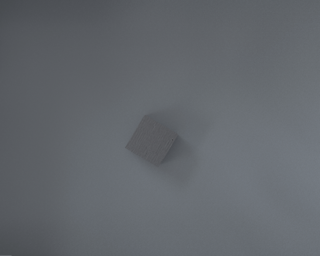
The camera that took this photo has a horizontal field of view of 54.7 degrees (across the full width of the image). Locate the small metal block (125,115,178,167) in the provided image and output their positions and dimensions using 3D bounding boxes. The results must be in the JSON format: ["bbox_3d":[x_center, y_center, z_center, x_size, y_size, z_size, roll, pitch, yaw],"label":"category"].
[{"bbox_3d":[-0.011,0.017,0.411,0.050,0.025,0.050,31,90,-1],"label":"small metal block"}]
